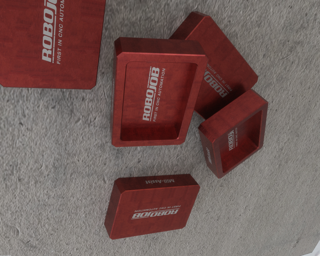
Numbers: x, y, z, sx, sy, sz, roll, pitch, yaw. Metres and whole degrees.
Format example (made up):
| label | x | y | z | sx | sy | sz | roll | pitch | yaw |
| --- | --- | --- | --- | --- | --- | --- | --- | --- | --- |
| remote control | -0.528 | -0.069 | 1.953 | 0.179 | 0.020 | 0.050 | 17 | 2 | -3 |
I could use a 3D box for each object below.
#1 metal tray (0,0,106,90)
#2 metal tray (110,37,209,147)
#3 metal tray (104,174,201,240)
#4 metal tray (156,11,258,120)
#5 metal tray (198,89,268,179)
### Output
| label | x | y | z | sx | sy | sz | roll | pitch | yaw |
| --- | --- | --- | --- | --- | --- | --- | --- | --- | --- |
| metal tray | -0.101 | -0.102 | 0.285 | 0.091 | 0.030 | 0.129 | -2 | 119 | -28 |
| metal tray | -0.007 | -0.034 | 0.345 | 0.091 | 0.030 | 0.129 | -1 | 135 | -14 |
| metal tray | -0.011 | 0.117 | 0.470 | 0.131 | 0.030 | 0.089 | 2 | 118 | -29 |
| metal tray | 0.058 | -0.069 | 0.392 | 0.090 | 0.030 | 0.130 | -49 | 129 | 7 |
| metal tray | 0.106 | 0.014 | 0.442 | 0.090 | 0.030 | 0.130 | -35 | 147 | -8 |
